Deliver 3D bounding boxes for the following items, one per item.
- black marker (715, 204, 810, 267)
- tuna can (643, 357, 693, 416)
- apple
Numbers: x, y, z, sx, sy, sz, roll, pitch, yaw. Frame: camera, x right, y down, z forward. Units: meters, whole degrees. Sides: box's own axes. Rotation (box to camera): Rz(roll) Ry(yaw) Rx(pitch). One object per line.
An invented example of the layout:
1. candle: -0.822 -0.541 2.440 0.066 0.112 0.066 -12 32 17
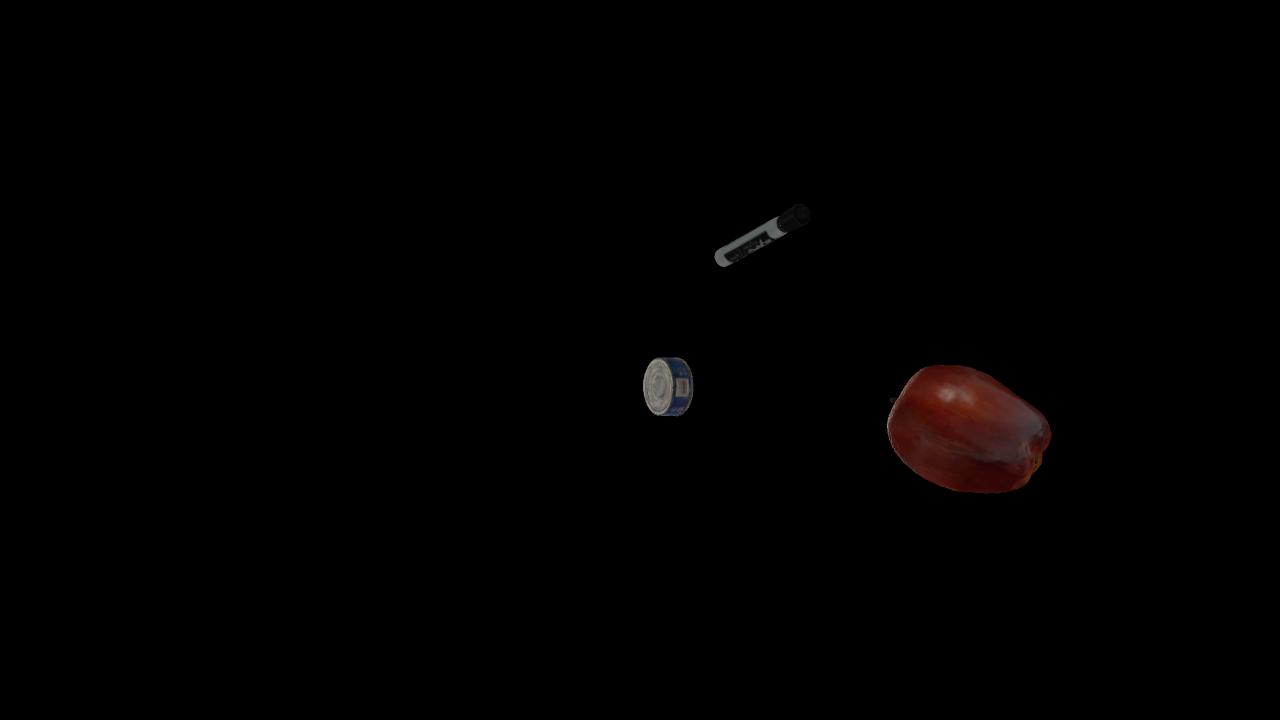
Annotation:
1. black marker: 0.108 -0.110 0.552 0.020 0.020 0.121 0 -10 -27
2. tuna can: 0.038 0.038 0.867 0.034 0.084 0.084 1 0 -30
3. apple: 0.206 0.044 0.396 0.093 0.079 0.079 30 20 38
